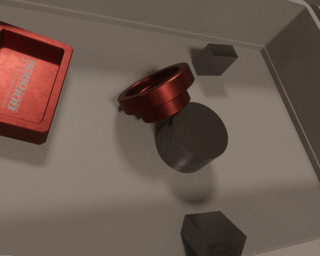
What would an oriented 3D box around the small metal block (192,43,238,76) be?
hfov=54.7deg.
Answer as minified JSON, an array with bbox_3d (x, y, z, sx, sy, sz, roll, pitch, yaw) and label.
[{"bbox_3d":[0.090,-0.111,0.508,0.050,0.050,0.025,-5,65,-31],"label":"small metal block"}]

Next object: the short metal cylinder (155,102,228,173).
[{"bbox_3d":[0.041,0.013,0.405,0.081,0.050,0.080,14,56,-21],"label":"short metal cylinder"}]

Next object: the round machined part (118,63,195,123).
[{"bbox_3d":[-0.001,-0.041,0.393,0.099,0.098,0.042,-44,115,-39],"label":"round machined part"}]

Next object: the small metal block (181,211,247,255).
[{"bbox_3d":[0.059,0.120,0.348,0.050,0.025,0.050,2,19,-27],"label":"small metal block"}]

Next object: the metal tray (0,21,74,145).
[{"bbox_3d":[-0.158,-0.053,0.349,0.091,0.030,0.130,17,55,-19],"label":"metal tray"}]
